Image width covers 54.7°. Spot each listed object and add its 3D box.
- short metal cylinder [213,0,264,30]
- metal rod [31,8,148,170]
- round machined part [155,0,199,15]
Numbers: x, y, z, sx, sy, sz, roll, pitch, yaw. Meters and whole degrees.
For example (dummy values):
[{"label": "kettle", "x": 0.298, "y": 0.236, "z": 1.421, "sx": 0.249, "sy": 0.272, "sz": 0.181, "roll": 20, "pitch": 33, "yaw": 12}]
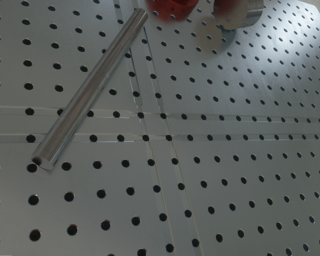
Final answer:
[{"label": "short metal cylinder", "x": 0.151, "y": -0.234, "z": 0.600, "sx": 0.050, "sy": 0.080, "sz": 0.080, "roll": -21, "pitch": 73, "yaw": -36}, {"label": "metal rod", "x": -0.077, "y": -0.074, "z": 0.412, "sx": 0.025, "sy": 0.025, "sz": 0.300, "roll": 30, "pitch": 52, "yaw": -10}, {"label": "round machined part", "x": 0.031, "y": -0.263, "z": 0.577, "sx": 0.099, "sy": 0.042, "sz": 0.098, "roll": 14, "pitch": 56, "yaw": -21}]
